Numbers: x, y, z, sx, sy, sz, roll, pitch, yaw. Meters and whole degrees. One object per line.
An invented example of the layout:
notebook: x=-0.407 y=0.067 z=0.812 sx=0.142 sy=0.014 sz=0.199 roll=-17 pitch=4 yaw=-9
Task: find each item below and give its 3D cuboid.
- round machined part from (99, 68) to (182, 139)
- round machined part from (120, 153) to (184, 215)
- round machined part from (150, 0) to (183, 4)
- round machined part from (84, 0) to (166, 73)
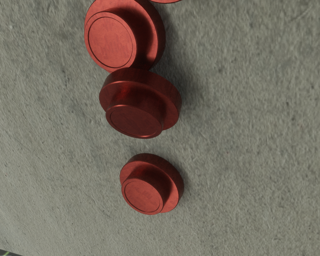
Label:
round machined part: x=-0.026 y=-0.022 z=0.370 sx=0.098 sy=0.042 sz=0.098 roll=11 pitch=148 yaw=7
round machined part: x=-0.018 y=0.090 z=0.459 sx=0.098 sy=0.042 sz=0.097 roll=13 pitch=124 yaw=20
round machined part: x=0.010 y=-0.169 z=0.285 sx=0.098 sy=0.042 sz=0.097 roll=13 pitch=124 yaw=20
round machined part: x=-0.047 y=-0.102 z=0.356 sx=0.098 sy=0.042 sz=0.097 roll=13 pitch=124 yaw=20
